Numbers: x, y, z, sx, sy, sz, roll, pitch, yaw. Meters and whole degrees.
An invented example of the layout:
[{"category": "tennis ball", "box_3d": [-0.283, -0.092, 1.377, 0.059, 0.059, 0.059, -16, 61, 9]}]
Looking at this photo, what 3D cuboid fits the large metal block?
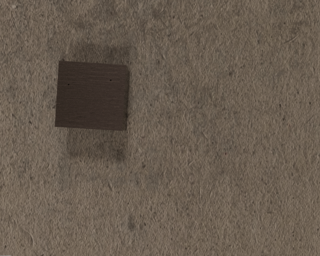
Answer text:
[{"category": "large metal block", "box_3d": [-0.084, -0.039, 0.396, 0.081, 0.050, 0.079, 4, 90, -1]}]
